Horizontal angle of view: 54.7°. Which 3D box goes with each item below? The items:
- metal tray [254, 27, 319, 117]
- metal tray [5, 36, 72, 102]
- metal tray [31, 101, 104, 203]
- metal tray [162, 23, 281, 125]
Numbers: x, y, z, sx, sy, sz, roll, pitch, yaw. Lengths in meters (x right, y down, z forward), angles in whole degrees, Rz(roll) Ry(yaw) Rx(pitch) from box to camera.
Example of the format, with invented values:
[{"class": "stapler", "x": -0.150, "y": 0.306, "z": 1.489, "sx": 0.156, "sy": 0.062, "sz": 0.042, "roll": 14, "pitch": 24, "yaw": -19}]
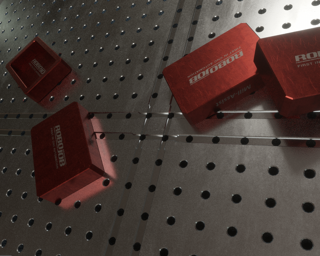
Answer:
[{"class": "metal tray", "x": 0.178, "y": -0.067, "z": 0.328, "sx": 0.131, "sy": 0.030, "sz": 0.090, "roll": -12, "pitch": 55, "yaw": 0}, {"class": "metal tray", "x": -0.237, "y": -0.116, "z": 0.597, "sx": 0.090, "sy": 0.030, "sz": 0.130, "roll": -46, "pitch": 51, "yaw": -4}, {"class": "metal tray", "x": -0.141, "y": 0.032, "z": 0.457, "sx": 0.090, "sy": 0.030, "sz": 0.130, "roll": -30, "pitch": 52, "yaw": 8}, {"class": "metal tray", "x": 0.077, "y": -0.073, "z": 0.409, "sx": 0.130, "sy": 0.030, "sz": 0.090, "roll": -29, "pitch": 52, "yaw": 9}]
